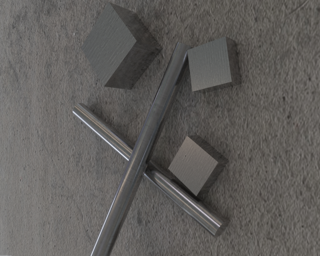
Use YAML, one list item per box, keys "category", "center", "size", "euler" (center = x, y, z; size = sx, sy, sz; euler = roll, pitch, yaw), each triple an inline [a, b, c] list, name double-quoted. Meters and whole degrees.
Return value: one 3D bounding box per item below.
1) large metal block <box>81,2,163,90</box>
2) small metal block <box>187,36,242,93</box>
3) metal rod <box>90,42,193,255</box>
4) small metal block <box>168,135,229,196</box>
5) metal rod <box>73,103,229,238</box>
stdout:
- category: "large metal block"
  center: [-0.056, -0.112, 0.435]
  size: [0.080, 0.050, 0.080]
  euler: [-47, 62, 29]
- category: "small metal block"
  center: [0.062, -0.070, 0.354]
  size: [0.050, 0.025, 0.050]
  euler: [-10, 83, 39]
- category: "metal rod"
  center: [-0.025, 0.037, 0.394]
  size: [0.025, 0.025, 0.298]
  euler: [27, 97, 37]
- category: "small metal block"
  center: [0.045, 0.044, 0.368]
  size: [0.050, 0.025, 0.050]
  euler: [42, 115, 32]
- category: "metal rod"
  center: [-0.032, 0.042, 0.431]
  size: [0.300, 0.025, 0.025]
  euler: [35, 112, 34]
